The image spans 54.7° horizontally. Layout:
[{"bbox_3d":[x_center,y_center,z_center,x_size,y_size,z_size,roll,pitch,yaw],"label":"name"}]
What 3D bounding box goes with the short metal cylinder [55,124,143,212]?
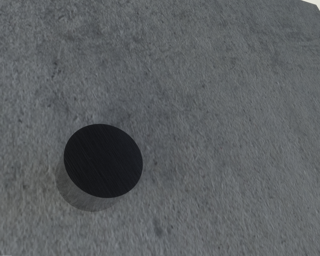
[{"bbox_3d":[-0.065,0.042,0.328,0.081,0.050,0.080,14,56,-21],"label":"short metal cylinder"}]
